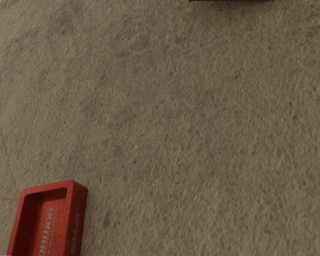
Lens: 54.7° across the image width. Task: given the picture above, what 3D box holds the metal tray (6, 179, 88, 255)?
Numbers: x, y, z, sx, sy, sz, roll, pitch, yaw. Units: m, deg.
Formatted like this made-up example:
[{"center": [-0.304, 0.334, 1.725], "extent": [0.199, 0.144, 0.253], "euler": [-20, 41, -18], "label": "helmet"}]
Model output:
[{"center": [-0.144, 0.137, 0.389], "extent": [0.090, 0.030, 0.130], "euler": [-14, 56, 20], "label": "metal tray"}]
